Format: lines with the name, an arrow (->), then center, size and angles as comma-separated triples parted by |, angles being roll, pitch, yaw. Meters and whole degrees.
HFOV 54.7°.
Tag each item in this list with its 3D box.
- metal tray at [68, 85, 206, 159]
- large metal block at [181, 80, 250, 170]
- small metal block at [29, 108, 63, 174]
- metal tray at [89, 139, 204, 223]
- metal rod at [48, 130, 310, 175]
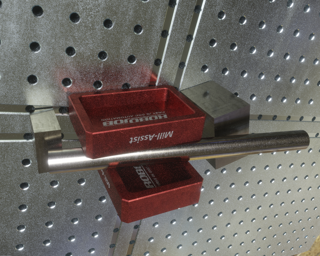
metal tray -> -0.027, -0.013, 0.347 | 0.131, 0.090, 0.030 | -9, 123, -24
large metal block -> 0.072, -0.006, 0.412 | 0.050, 0.080, 0.079 | -21, 127, -17
small metal block -> -0.124, 0.013, 0.336 | 0.025, 0.050, 0.050 | -8, 122, -25
metal tray -> -0.022, 0.043, 0.360 | 0.091, 0.130, 0.030 | -9, 123, -24
metal rod -> 0.035, 0.024, 0.349 | 0.302, 0.025, 0.025 | -4, 121, -16
